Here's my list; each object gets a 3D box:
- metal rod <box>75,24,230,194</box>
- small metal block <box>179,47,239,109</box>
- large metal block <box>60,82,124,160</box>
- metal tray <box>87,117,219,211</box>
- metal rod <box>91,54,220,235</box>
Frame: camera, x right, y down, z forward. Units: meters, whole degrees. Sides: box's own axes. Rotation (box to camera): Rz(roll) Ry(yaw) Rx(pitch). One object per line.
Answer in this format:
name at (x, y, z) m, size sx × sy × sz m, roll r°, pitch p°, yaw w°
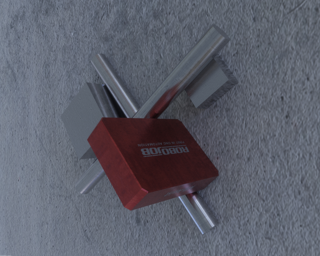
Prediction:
metal rod at (-0.026, -0.005, 0.393) m, size 0.299 × 0.025 × 0.025 m, roll -46°, pitch 63°, yaw 29°
small metal block at (0.054, -0.057, 0.360) m, size 0.050 × 0.025 × 0.050 m, roll -43°, pitch 65°, yaw 31°
large metal block at (-0.095, -0.010, 0.465) m, size 0.080 × 0.050 × 0.080 m, roll -44°, pitch 64°, yaw 31°
metal tray at (-0.002, 0.032, 0.337) m, size 0.030 × 0.131 × 0.090 m, roll -50°, pitch 60°, yaw 29°
metal rod at (-0.018, 0.005, 0.420) m, size 0.025 × 0.025 × 0.299 m, roll -49°, pitch 61°, yaw 28°
